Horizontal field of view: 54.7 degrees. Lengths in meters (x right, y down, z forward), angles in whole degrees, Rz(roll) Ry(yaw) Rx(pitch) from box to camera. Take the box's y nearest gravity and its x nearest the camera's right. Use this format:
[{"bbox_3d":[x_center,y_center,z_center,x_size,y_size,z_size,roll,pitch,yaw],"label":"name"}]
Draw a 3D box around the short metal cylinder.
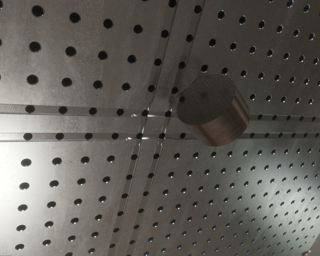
[{"bbox_3d":[0.069,-0.023,0.401,0.080,0.080,0.050,-43,130,1],"label":"short metal cylinder"}]
